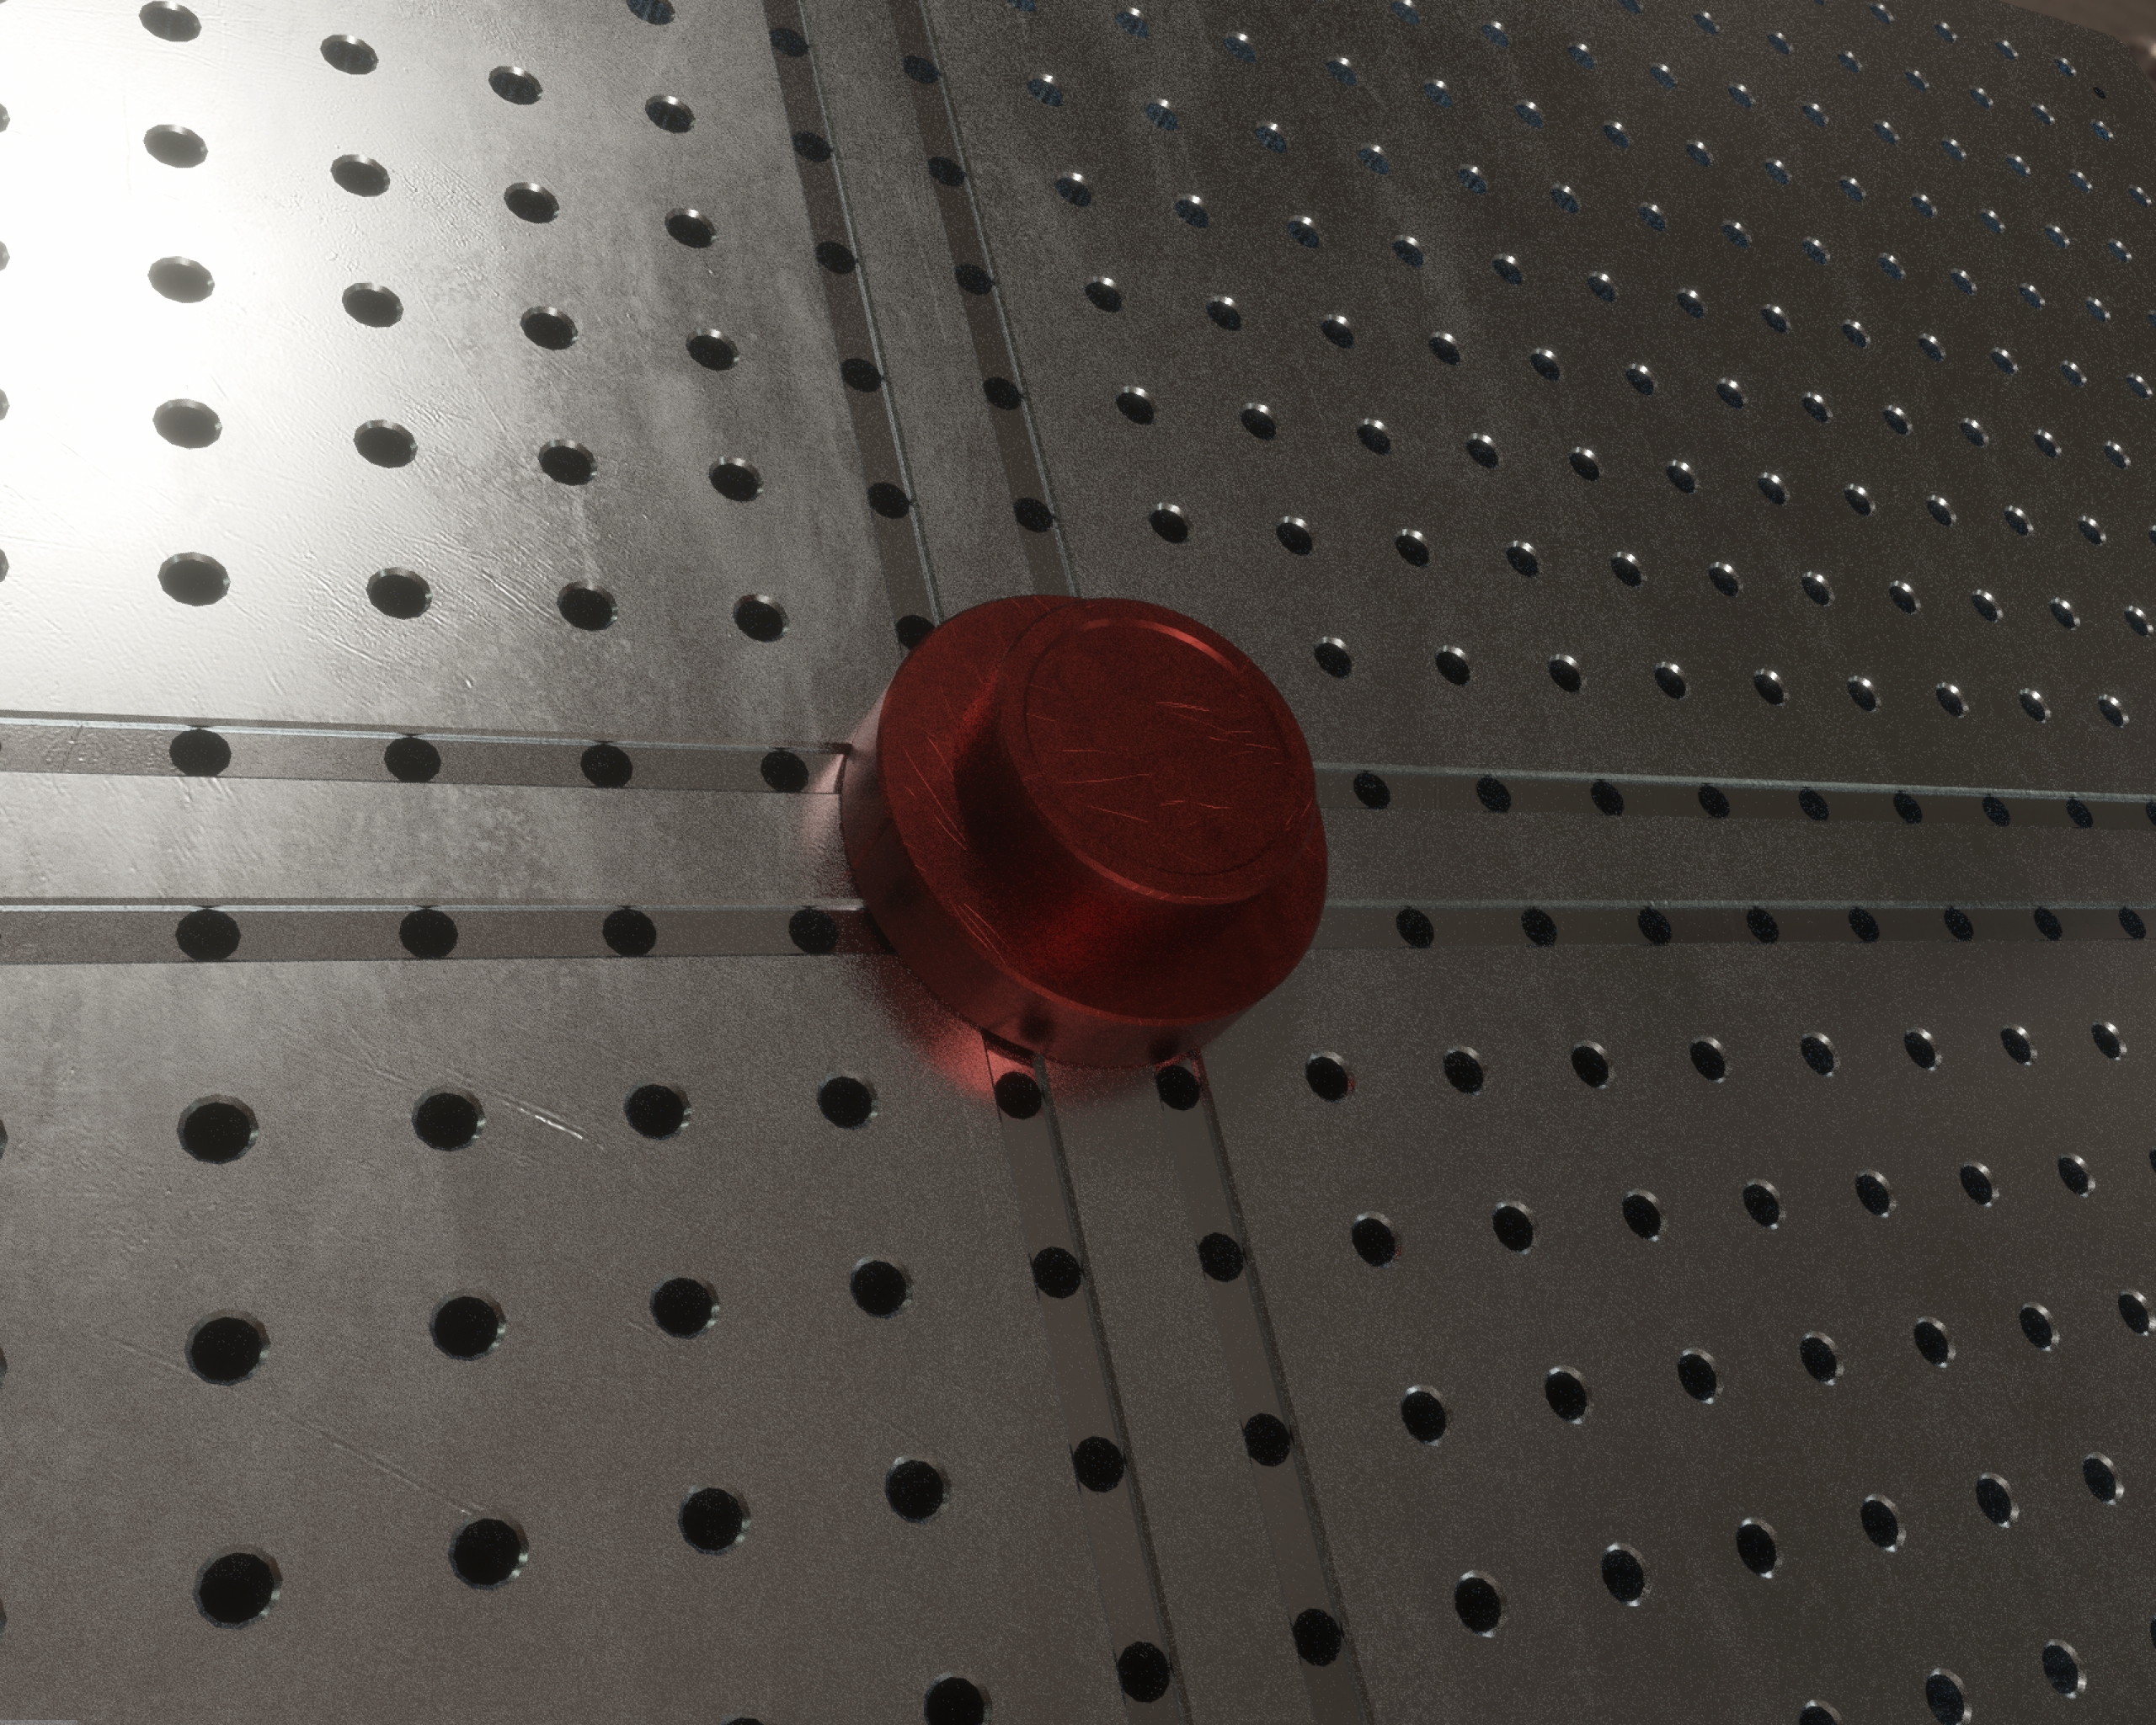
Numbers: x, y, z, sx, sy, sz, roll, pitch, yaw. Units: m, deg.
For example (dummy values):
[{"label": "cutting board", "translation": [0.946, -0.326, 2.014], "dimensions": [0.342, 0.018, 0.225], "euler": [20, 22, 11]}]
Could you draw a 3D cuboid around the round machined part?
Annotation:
[{"label": "round machined part", "translation": [0.007, -0.013, 0.410], "dimensions": [0.099, 0.042, 0.098], "euler": [14, 56, -21]}]
